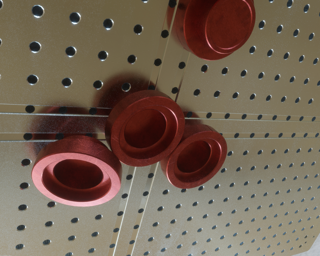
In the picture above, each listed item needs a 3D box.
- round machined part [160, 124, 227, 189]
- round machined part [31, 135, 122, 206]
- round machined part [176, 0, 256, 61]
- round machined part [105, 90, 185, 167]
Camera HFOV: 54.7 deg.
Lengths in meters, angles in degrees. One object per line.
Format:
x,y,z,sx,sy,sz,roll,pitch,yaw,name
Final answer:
0.045,0.037,0.449,0.099,0.042,0.097,-14,125,-21,round machined part
-0.093,0.047,0.363,0.099,0.042,0.097,-1,132,0,round machined part
0.072,-0.126,0.363,0.099,0.042,0.097,-14,125,-21,round machined part
-0.021,-0.003,0.388,0.099,0.042,0.097,-14,125,-21,round machined part
